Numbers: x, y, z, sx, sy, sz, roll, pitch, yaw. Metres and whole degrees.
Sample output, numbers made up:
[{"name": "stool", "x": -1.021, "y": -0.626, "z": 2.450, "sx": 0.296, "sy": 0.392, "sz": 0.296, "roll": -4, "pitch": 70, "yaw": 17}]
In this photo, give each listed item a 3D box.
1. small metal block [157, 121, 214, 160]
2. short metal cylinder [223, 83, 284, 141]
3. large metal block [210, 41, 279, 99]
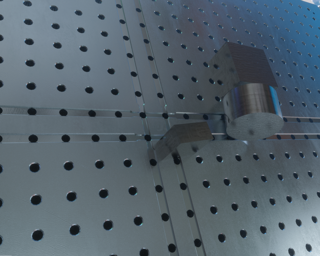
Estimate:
[{"name": "small metal block", "x": 0.032, "y": 0.016, "z": 0.399, "sx": 0.050, "sy": 0.050, "sz": 0.025, "roll": -6, "pitch": 65, "yaw": -31}, {"name": "short metal cylinder", "x": 0.136, "y": -0.022, "z": 0.460, "sx": 0.081, "sy": 0.080, "sz": 0.050, "roll": 13, "pitch": 56, "yaw": -21}, {"name": "large metal block", "x": 0.140, "y": -0.092, "z": 0.524, "sx": 0.081, "sy": 0.050, "sz": 0.080, "roll": 4, "pitch": 60, "yaw": -26}]
